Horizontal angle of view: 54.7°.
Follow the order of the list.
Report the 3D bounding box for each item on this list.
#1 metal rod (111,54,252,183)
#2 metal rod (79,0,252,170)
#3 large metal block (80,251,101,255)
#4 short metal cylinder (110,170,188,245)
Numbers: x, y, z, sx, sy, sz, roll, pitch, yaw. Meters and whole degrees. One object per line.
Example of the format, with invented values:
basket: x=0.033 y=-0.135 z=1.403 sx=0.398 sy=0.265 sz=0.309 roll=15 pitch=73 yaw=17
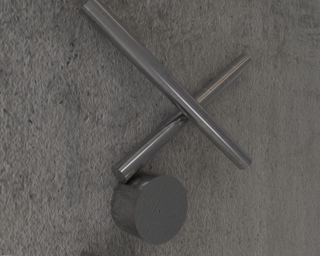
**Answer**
metal rod: x=0.047 y=-0.029 z=0.444 sx=0.302 sy=0.025 sz=0.025 roll=-41 pitch=115 yaw=-32
metal rod: x=0.022 y=-0.043 z=0.396 sx=0.300 sy=0.025 sz=0.025 roll=43 pitch=64 yaw=-23
large metal block: x=-0.057 y=0.191 z=0.341 sx=0.080 sy=0.050 sz=0.080 roll=32 pitch=70 yaw=-36
short metal cylinder: x=-0.012 y=0.094 z=0.378 sx=0.081 sy=0.050 sz=0.080 roll=0 pitch=90 yaw=-40
